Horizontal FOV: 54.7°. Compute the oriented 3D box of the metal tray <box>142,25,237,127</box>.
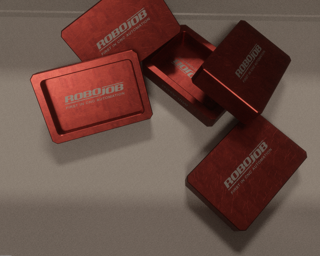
[{"bbox_3d":[0.051,-0.075,0.435,0.130,0.030,0.090,41,75,13],"label":"metal tray"}]

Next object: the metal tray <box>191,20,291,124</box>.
[{"bbox_3d":[0.110,-0.077,0.406,0.090,0.030,0.131,39,55,0],"label":"metal tray"}]

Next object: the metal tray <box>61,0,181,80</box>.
[{"bbox_3d":[-0.050,-0.128,0.408,0.130,0.030,0.090,-36,115,4],"label":"metal tray"}]

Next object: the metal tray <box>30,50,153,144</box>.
[{"bbox_3d":[-0.083,-0.041,0.395,0.131,0.030,0.089,-16,107,-6],"label":"metal tray"}]

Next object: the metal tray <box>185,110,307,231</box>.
[{"bbox_3d":[0.107,0.052,0.390,0.090,0.030,0.130,43,75,13],"label":"metal tray"}]
